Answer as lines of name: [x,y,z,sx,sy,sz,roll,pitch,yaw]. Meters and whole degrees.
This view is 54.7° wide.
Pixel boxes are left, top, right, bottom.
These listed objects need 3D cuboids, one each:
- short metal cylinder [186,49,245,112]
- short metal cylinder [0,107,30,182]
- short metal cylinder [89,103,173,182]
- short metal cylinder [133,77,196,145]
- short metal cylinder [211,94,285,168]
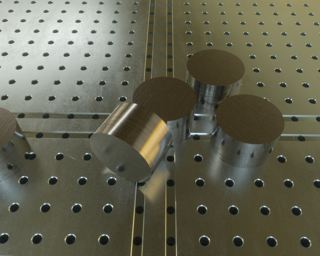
short metal cylinder: [0.078,-0.070,0.450,0.081,0.050,0.080,0,50,0]
short metal cylinder: [-0.206,0.020,0.373,0.081,0.050,0.080,0,50,0]
short metal cylinder: [-0.033,0.018,0.357,0.080,0.080,0.050,22,54,17]
short metal cylinder: [0.006,-0.023,0.410,0.081,0.050,0.080,0,50,0]
short metal cylinder: [0.107,0.003,0.389,0.081,0.050,0.080,0,50,0]
